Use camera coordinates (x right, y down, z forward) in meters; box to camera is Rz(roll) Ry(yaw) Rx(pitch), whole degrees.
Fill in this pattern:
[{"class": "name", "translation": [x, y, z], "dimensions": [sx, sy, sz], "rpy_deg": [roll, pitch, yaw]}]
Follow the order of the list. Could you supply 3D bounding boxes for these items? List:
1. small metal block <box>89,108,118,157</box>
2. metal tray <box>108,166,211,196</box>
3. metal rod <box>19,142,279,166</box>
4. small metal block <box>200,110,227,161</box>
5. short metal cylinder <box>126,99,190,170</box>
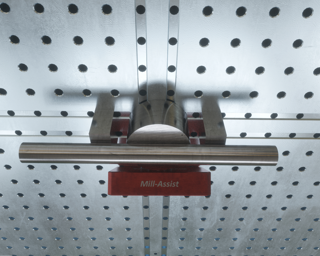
[{"class": "small metal block", "translation": [-0.072, 0.009, 0.403], "dimensions": [0.025, 0.050, 0.050], "rpy_deg": [-1, 130, 0]}, {"class": "metal tray", "translation": [-0.001, 0.072, 0.433], "dimensions": [0.131, 0.090, 0.030], "rpy_deg": [0, 87, -1]}, {"class": "metal rod", "translation": [-0.013, 0.031, 0.372], "dimensions": [0.302, 0.025, 0.025], "rpy_deg": [1, 130, -1]}, {"class": "small metal block", "translation": [0.068, 0.012, 0.406], "dimensions": [0.025, 0.050, 0.050], "rpy_deg": [-1, 130, 0]}, {"class": "short metal cylinder", "translation": [-0.002, 0.010, 0.403], "dimensions": [0.081, 0.050, 0.079], "rpy_deg": [0, 130, 0]}]
